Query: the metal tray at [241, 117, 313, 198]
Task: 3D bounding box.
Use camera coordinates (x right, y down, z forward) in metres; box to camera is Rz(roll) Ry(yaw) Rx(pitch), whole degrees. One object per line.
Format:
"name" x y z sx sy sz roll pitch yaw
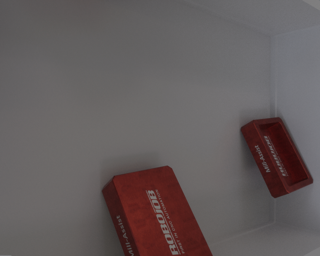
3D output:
"metal tray" 0.203 0.047 0.536 0.091 0.030 0.130 -6 67 -40

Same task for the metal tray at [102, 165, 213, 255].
"metal tray" -0.002 0.113 0.358 0.091 0.030 0.130 -5 60 -40
